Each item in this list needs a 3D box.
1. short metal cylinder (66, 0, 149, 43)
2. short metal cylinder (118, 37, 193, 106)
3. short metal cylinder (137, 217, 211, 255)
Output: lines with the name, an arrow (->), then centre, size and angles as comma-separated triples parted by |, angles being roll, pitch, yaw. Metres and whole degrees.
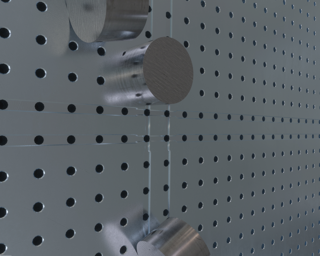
short metal cylinder -> -0.057, -0.132, 0.325 | 0.050, 0.080, 0.079 | -16, 101, -39
short metal cylinder -> -0.004, -0.069, 0.389 | 0.081, 0.050, 0.079 | 0, 90, -40
short metal cylinder -> 0.017, 0.160, 0.387 | 0.050, 0.080, 0.080 | -30, 109, -36
